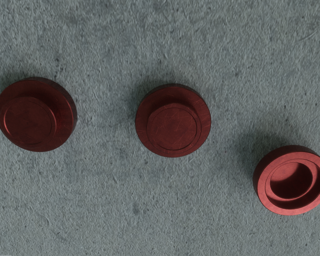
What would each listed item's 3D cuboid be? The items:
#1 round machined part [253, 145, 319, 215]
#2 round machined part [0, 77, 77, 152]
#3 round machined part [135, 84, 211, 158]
[{"bbox_3d":[0.177,0.068,0.427,0.099,0.042,0.097,0,110,0],"label":"round machined part"},{"bbox_3d":[-0.160,-0.013,0.394,0.099,0.042,0.097,0,110,0],"label":"round machined part"},{"bbox_3d":[0.017,-0.005,0.399,0.099,0.042,0.097,0,110,0],"label":"round machined part"}]
